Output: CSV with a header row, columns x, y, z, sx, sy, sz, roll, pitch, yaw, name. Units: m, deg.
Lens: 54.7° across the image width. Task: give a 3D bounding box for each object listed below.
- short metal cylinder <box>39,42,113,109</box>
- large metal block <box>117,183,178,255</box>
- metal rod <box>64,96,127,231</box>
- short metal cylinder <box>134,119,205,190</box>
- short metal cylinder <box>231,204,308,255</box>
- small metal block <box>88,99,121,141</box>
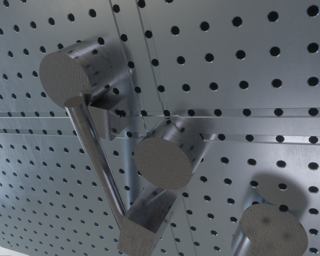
x,y,z,sx,sy,sz,roll,pitch,yaw,name
-0.110,-0.068,0.411,0.080,0.050,0.079,13,124,20,short metal cylinder
-0.019,0.144,0.475,0.050,0.080,0.079,24,127,13,large metal block
-0.080,0.082,0.470,0.025,0.025,0.298,8,133,24,metal rod
0.013,0.034,0.410,0.080,0.050,0.079,13,124,21,short metal cylinder
0.137,0.143,0.392,0.080,0.080,0.050,20,126,16,short metal cylinder
-0.086,-0.014,0.448,0.050,0.025,0.050,14,124,20,small metal block
